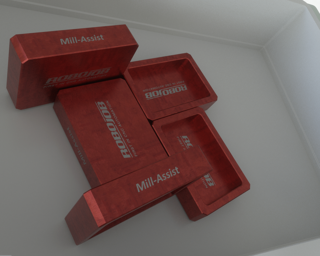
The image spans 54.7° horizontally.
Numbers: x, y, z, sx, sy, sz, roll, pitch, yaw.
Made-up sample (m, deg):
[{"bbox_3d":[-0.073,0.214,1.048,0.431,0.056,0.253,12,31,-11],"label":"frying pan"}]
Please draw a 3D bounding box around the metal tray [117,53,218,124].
[{"bbox_3d":[0.010,-0.056,0.441,0.131,0.030,0.090,-19,72,-35],"label":"metal tray"}]

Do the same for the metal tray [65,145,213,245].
[{"bbox_3d":[-0.020,0.066,0.310,0.131,0.090,0.030,-19,72,-35],"label":"metal tray"}]

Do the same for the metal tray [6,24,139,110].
[{"bbox_3d":[-0.098,-0.069,0.350,0.131,0.090,0.030,-20,73,-36],"label":"metal tray"}]

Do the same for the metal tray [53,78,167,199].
[{"bbox_3d":[-0.057,0.008,0.365,0.091,0.030,0.130,-19,72,-36],"label":"metal tray"}]

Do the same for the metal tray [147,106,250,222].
[{"bbox_3d":[0.048,0.041,0.402,0.091,0.030,0.130,-19,72,-36],"label":"metal tray"}]
